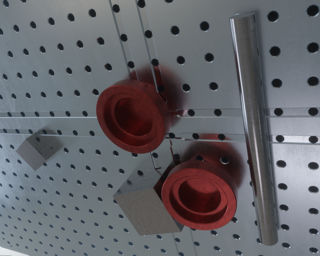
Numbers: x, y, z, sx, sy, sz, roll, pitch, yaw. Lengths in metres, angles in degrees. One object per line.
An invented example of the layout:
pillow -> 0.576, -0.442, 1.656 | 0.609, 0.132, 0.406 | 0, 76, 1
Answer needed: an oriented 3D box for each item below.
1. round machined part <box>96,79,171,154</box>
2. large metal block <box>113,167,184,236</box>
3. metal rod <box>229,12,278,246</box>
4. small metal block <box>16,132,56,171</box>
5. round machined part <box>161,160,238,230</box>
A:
round machined part -> -0.031, -0.018, 0.405 | 0.098, 0.042, 0.097 | 13, 124, 21
large metal block -> -0.010, 0.113, 0.470 | 0.080, 0.050, 0.080 | -19, 108, 35
metal rod -> 0.115, 0.021, 0.363 | 0.025, 0.025, 0.298 | -1, 118, 28
small metal block -> -0.223, 0.043, 0.555 | 0.050, 0.025, 0.050 | 48, 129, -6
round machined part -> 0.055, 0.086, 0.418 | 0.098, 0.042, 0.097 | 7, 116, 15
